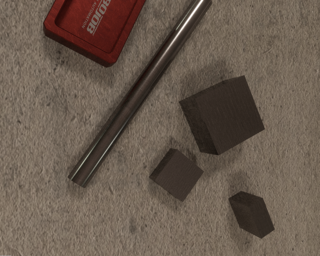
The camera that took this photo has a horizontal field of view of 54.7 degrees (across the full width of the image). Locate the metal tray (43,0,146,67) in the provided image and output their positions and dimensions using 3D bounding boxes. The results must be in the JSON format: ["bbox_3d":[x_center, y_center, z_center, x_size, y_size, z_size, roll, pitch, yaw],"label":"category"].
[{"bbox_3d":[-0.072,-0.152,0.379,0.090,0.030,0.130,26,81,-19],"label":"metal tray"}]

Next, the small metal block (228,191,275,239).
[{"bbox_3d":[0.131,0.123,0.446,0.025,0.050,0.050,-26,99,-18],"label":"small metal block"}]

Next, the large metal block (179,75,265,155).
[{"bbox_3d":[0.085,-0.018,0.429,0.081,0.050,0.080,-26,99,-18],"label":"large metal block"}]

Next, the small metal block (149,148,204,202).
[{"bbox_3d":[0.022,0.063,0.419,0.050,0.025,0.050,41,77,-16],"label":"small metal block"}]

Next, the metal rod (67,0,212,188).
[{"bbox_3d":[-0.019,-0.057,0.402,0.025,0.025,0.300,37,78,-17],"label":"metal rod"}]
